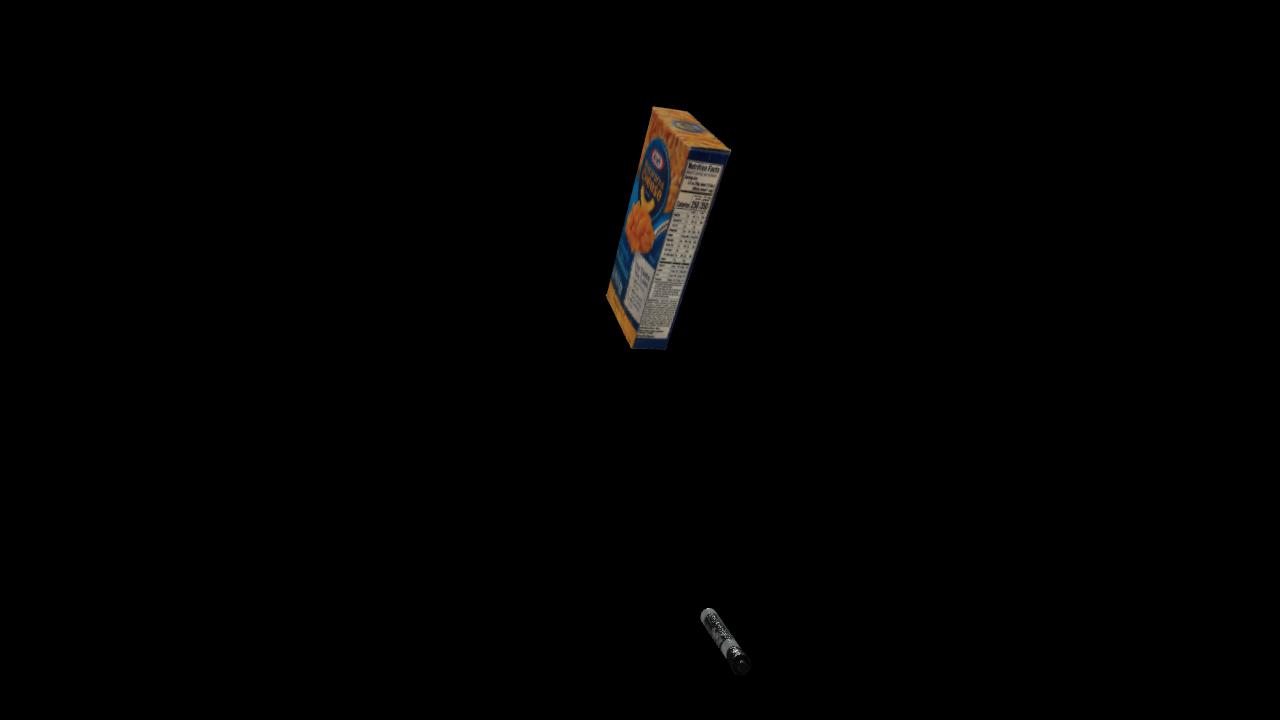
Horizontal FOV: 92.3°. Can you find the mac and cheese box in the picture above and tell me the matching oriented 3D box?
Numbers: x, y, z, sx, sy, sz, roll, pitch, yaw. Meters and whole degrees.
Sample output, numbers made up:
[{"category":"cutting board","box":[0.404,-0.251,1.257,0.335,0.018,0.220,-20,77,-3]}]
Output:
[{"category":"mac and cheese box","box":[0.017,-0.108,0.526,0.041,0.184,0.093,1,37,-21]}]

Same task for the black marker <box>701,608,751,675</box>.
[{"category":"black marker","box":[0.083,0.276,0.607,0.020,0.020,0.121,0,-2,-9]}]
